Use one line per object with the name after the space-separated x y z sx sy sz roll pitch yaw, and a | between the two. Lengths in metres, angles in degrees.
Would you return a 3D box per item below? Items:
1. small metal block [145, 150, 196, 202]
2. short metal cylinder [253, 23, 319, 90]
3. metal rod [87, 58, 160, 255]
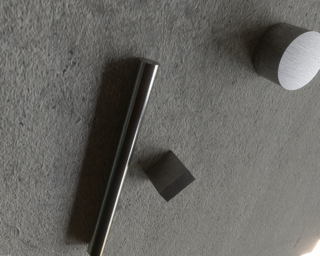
0.013 0.067 0.440 0.050 0.050 0.025 -39 129 -2 | small metal block
0.177 -0.099 0.426 0.081 0.050 0.079 -14 124 -21 | short metal cylinder
-0.055 0.055 0.410 0.025 0.025 0.298 4 117 -30 | metal rod
